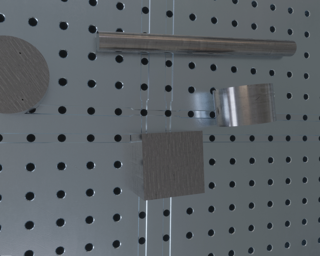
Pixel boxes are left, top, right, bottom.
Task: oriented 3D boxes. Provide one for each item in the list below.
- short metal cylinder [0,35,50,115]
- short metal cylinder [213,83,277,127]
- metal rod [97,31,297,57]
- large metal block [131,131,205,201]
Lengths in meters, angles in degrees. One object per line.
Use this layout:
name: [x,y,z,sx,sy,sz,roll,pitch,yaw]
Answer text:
short metal cylinder: [-0.164,-0.055,0.339,0.081,0.050,0.079,0,90,-20]
short metal cylinder: [0.116,-0.031,0.426,0.081,0.080,0.050,-7,93,-20]
metal rod: [0.065,-0.116,0.436,0.303,0.025,0.025,-4,92,-20]
large metal block: [0.009,0.045,0.403,0.081,0.050,0.079,-3,91,-20]
